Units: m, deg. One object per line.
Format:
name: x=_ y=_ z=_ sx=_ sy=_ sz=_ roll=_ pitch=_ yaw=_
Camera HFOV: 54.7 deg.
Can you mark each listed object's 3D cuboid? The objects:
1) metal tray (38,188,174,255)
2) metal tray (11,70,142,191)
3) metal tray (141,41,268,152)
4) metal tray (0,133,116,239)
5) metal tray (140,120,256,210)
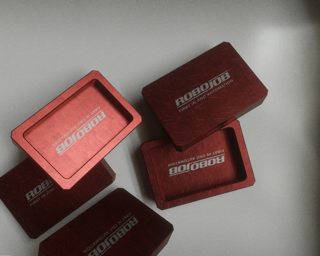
metal tray: x=-0.056 y=0.130 z=0.349 sx=0.090 sy=0.131 sz=0.030 roll=32 pitch=123 yaw=21
metal tray: x=-0.097 y=0.001 z=0.378 sx=0.090 sy=0.030 sz=0.131 roll=47 pitch=64 yaw=-4
metal tray: x=0.055 y=-0.040 z=0.391 sx=0.131 sy=0.030 sz=0.090 roll=-31 pitch=73 yaw=-6
metal tray: x=-0.136 y=0.070 z=0.407 sx=0.130 sy=0.030 sz=0.090 roll=-36 pitch=90 yaw=-1
metal tray: x=0.049 y=0.046 z=0.409 sx=0.131 sy=0.030 sz=0.089 roll=-15 pitch=90 yaw=-1
